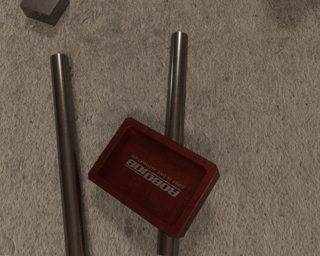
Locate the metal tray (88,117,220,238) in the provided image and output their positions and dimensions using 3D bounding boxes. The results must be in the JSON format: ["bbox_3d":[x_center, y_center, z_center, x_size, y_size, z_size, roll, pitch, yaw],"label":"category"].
[{"bbox_3d":[-0.008,0.055,0.363,0.130,0.030,0.090,29,80,24],"label":"metal tray"}]

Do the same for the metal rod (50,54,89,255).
[{"bbox_3d":[-0.116,0.039,0.392,0.025,0.025,0.299,-10,70,-4],"label":"metal rod"}]

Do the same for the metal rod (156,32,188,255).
[{"bbox_3d":[0.019,0.006,0.406,0.025,0.025,0.299,4,70,1],"label":"metal rod"}]

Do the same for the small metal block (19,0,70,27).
[{"bbox_3d":[-0.176,-0.191,0.476,0.050,0.025,0.050,21,71,7],"label":"small metal block"}]
